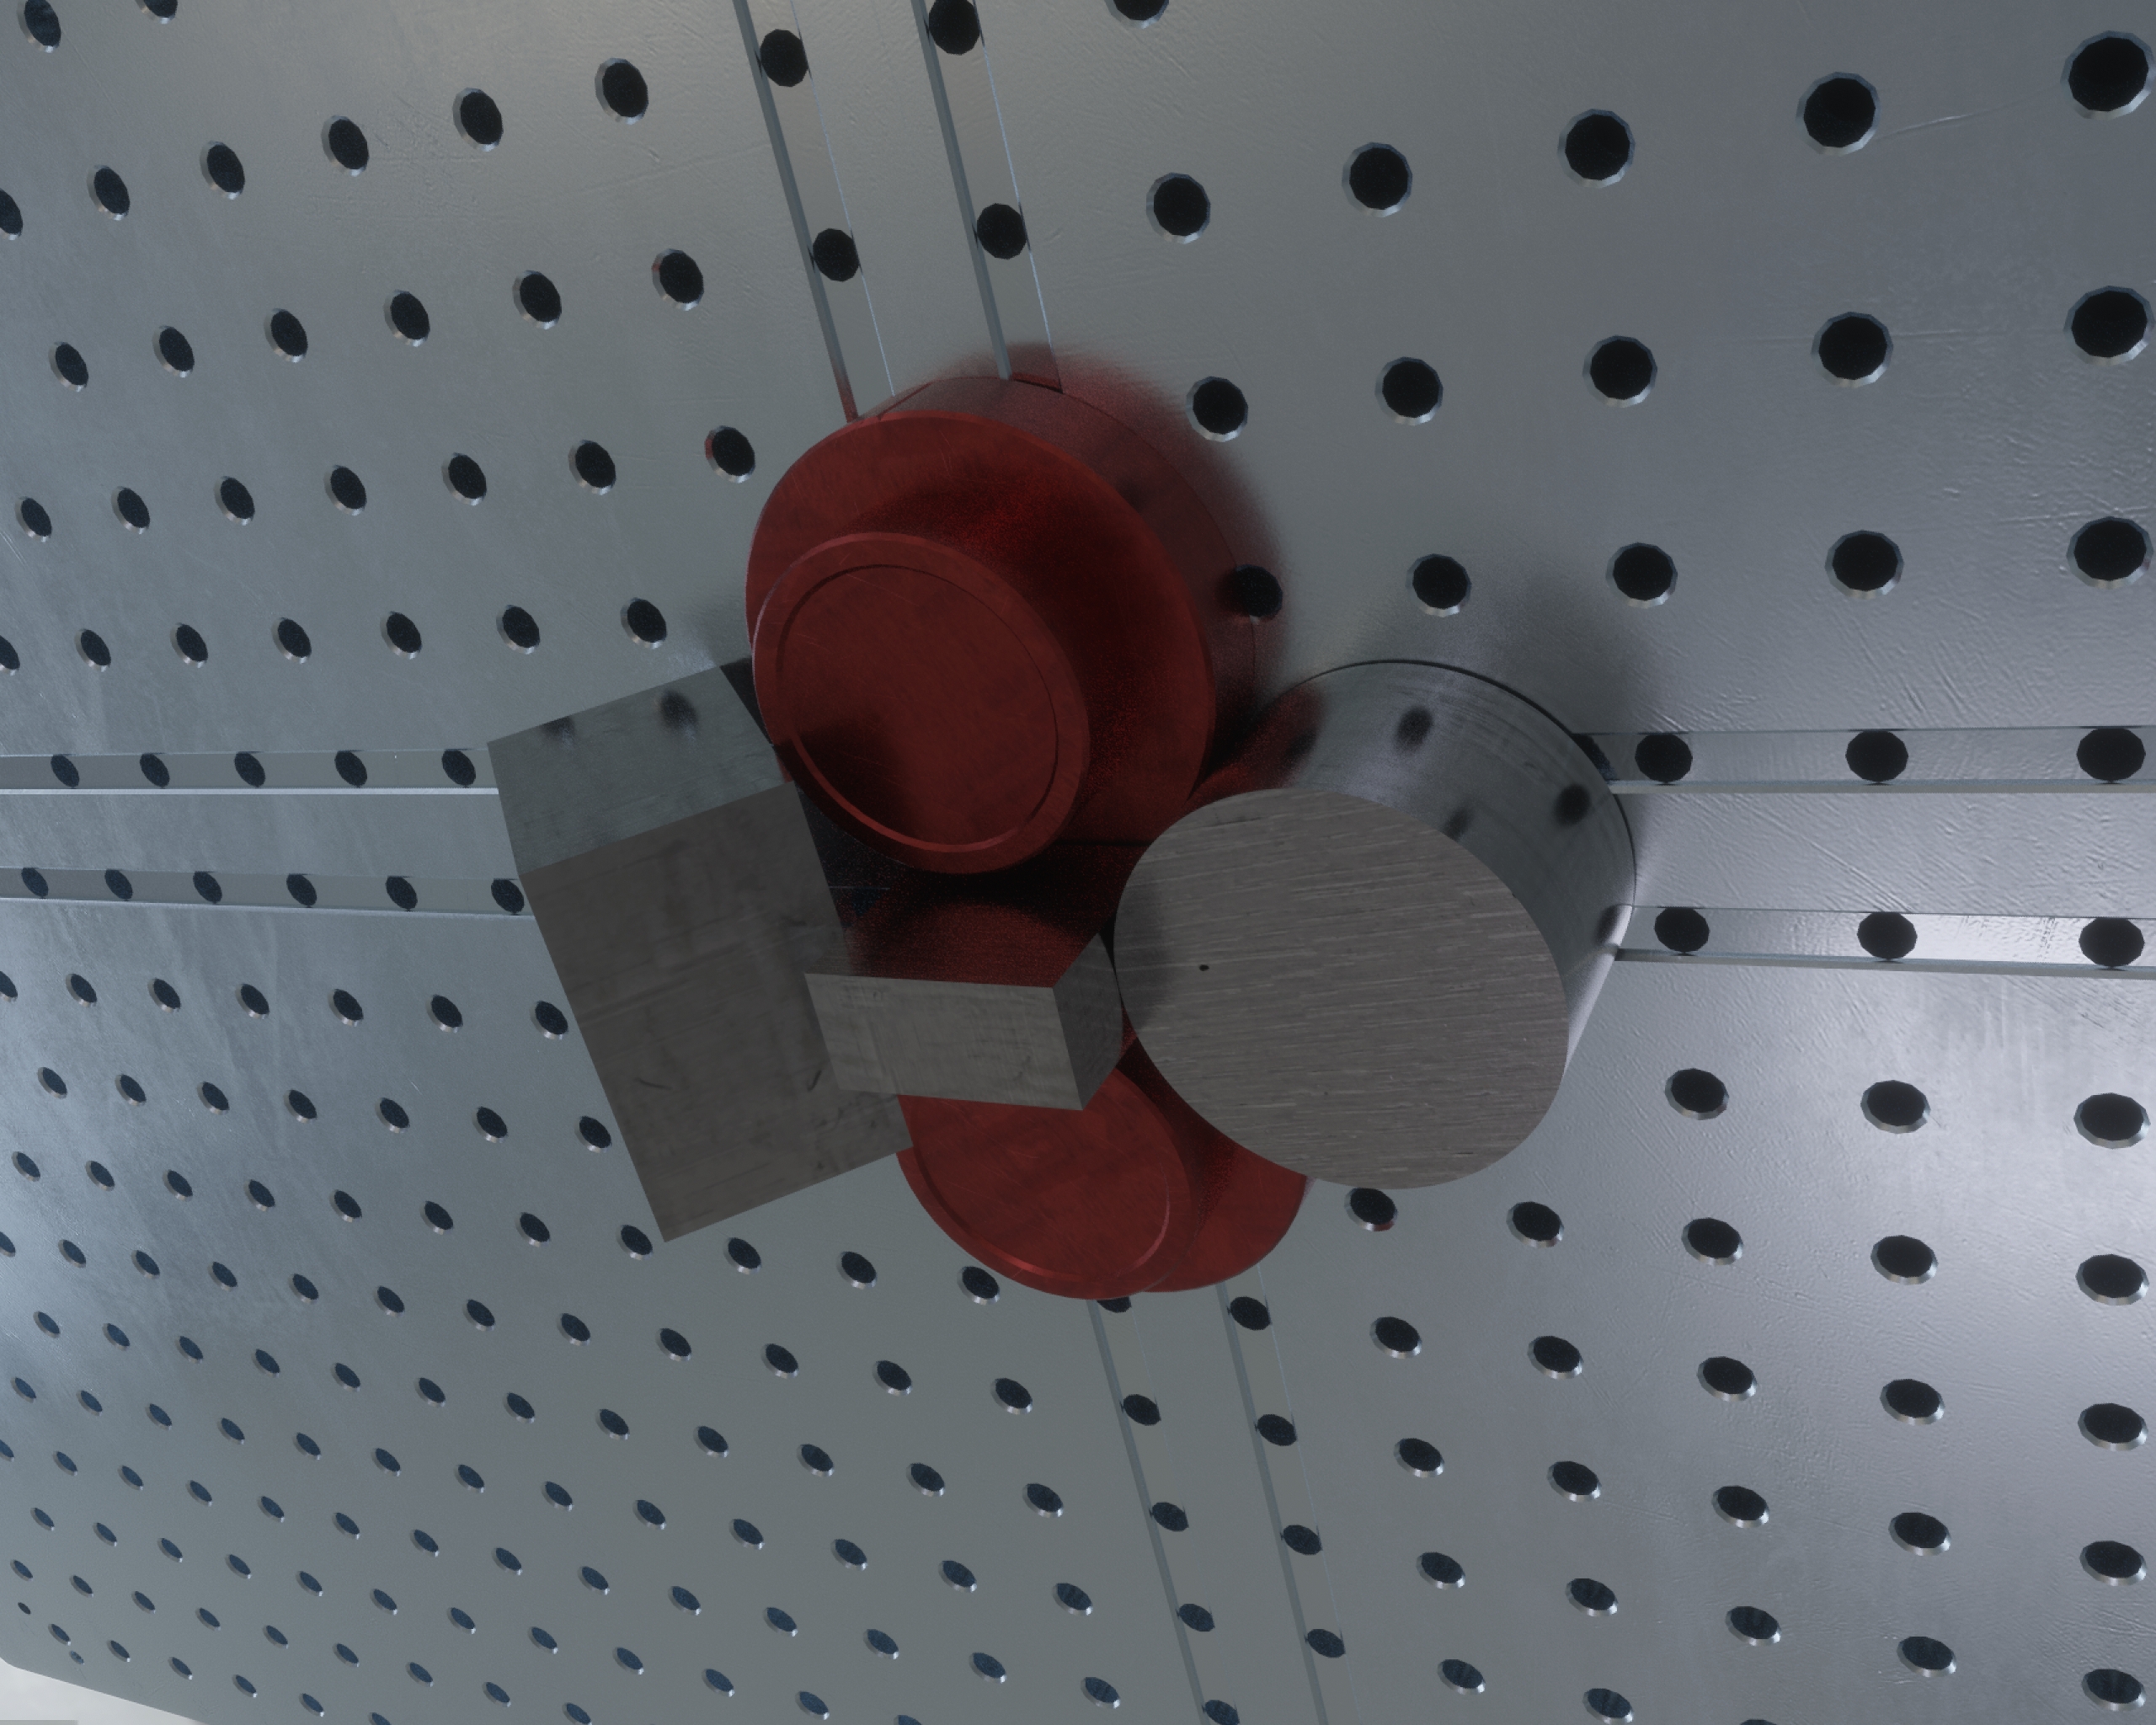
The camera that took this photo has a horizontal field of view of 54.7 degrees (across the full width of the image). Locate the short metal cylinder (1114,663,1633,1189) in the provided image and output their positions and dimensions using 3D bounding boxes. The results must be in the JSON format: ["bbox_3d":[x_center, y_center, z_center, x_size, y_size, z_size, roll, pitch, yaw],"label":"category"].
[{"bbox_3d":[0.053,0.011,0.372,0.080,0.050,0.079,13,124,21],"label":"short metal cylinder"}]

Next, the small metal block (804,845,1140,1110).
[{"bbox_3d":[-0.014,0.019,0.386,0.050,0.050,0.025,2,119,27],"label":"small metal block"}]

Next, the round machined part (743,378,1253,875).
[{"bbox_3d":[-0.021,-0.037,0.389,0.098,0.042,0.097,13,124,21],"label":"round machined part"}]

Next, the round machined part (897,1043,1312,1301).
[{"bbox_3d":[0.001,0.051,0.432,0.098,0.042,0.097,13,124,21],"label":"round machined part"}]

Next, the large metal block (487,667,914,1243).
[{"bbox_3d":[-0.077,0.015,0.418,0.050,0.080,0.080,-20,115,-12],"label":"large metal block"}]
